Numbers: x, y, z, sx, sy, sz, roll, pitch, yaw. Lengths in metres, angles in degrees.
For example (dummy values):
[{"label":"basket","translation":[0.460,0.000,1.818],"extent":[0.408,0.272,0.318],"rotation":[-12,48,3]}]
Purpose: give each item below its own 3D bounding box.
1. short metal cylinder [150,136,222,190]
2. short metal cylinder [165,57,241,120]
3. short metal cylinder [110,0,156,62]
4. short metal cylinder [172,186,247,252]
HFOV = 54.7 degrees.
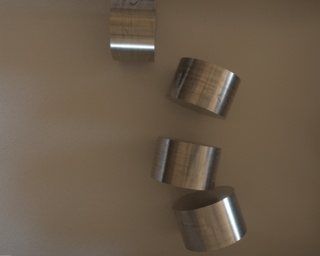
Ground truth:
[{"label":"short metal cylinder","translation":[0.032,0.042,0.384],"extent":[0.080,0.080,0.050],"rotation":[11,90,-1]},{"label":"short metal cylinder","translation":[0.053,-0.048,0.385],"extent":[0.080,0.080,0.050],"rotation":[21,90,-1]},{"label":"short metal cylinder","translation":[-0.031,-0.123,0.383],"extent":[0.050,0.080,0.079],"rotation":[2,90,0]},{"label":"short metal cylinder","translation":[0.061,0.110,0.385],"extent":[0.080,0.080,0.050],"rotation":[-18,90,0]}]
